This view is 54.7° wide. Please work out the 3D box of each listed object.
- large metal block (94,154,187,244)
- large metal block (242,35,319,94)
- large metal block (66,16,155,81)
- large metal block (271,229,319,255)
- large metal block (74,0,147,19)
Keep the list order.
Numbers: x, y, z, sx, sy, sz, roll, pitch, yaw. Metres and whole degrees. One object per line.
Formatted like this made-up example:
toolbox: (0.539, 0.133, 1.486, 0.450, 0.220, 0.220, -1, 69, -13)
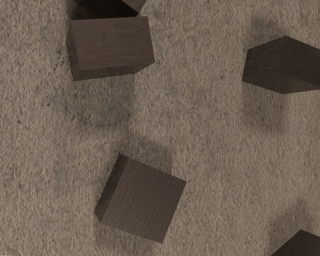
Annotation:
large metal block: (-0.025, 0.086, 0.388, 0.080, 0.050, 0.080, 25, 82, -19)
large metal block: (0.180, -0.087, 0.448, 0.081, 0.080, 0.050, 13, 86, -20)
large metal block: (-0.060, -0.089, 0.358, 0.081, 0.080, 0.050, -11, 94, -20)
large metal block: (0.226, 0.209, 0.466, 0.080, 0.080, 0.050, -32, 101, -17)
large metal block: (-0.057, -0.164, 0.359, 0.080, 0.080, 0.050, 32, 80, -18)
